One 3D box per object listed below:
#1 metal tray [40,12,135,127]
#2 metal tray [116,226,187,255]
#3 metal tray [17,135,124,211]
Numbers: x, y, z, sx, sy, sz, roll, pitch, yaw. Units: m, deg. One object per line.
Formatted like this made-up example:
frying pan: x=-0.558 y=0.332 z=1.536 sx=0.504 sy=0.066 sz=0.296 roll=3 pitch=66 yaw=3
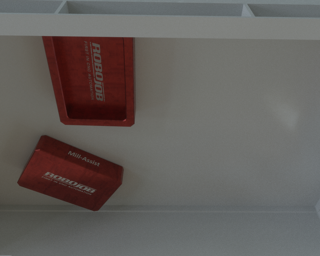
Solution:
metal tray: x=-0.074 y=-0.061 z=0.352 sx=0.091 sy=0.030 sz=0.129 roll=2 pitch=130 yaw=-2
metal tray: x=-0.016 y=0.228 z=0.601 sx=0.131 sy=0.030 sz=0.089 roll=0 pitch=130 yaw=-1
metal tray: x=-0.133 y=0.072 z=0.466 sx=0.131 sy=0.030 sz=0.090 roll=26 pitch=125 yaw=-21
